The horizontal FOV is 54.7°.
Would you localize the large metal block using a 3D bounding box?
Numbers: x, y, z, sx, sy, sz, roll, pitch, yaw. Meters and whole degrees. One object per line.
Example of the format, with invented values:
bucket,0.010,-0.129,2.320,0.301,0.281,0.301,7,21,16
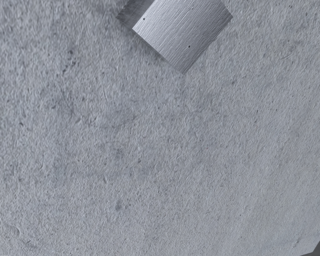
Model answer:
large metal block,0.015,-0.117,0.327,0.080,0.050,0.080,34,99,-39
